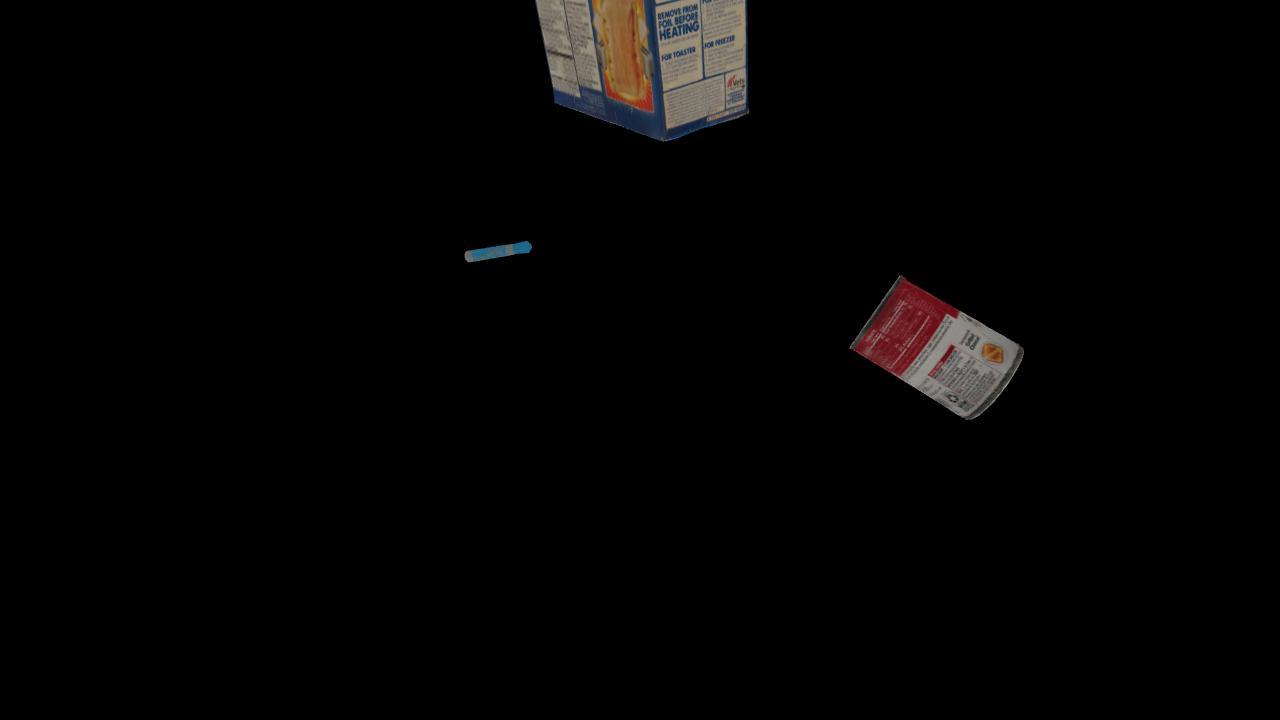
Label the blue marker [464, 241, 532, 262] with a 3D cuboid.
[{"bbox_3d":[-0.224,-0.172,0.976,0.121,0.020,0.020,-4,-2,24],"label":"blue marker"}]

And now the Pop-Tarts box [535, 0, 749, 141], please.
[{"bbox_3d":[-0.005,-0.257,0.454,0.083,0.141,0.167,-28,41,-23],"label":"Pop-Tarts box"}]

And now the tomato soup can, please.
[{"bbox_3d":[0.222,-0.010,0.466,0.101,0.068,0.068,35,10,15],"label":"tomato soup can"}]
